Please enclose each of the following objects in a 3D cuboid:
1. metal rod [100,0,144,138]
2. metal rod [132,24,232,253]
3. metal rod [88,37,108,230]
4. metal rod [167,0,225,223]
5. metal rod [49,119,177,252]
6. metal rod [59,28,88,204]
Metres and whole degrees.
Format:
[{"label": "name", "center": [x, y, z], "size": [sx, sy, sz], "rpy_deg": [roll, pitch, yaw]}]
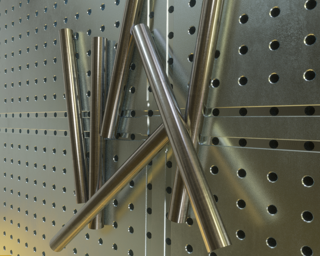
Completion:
[{"label": "metal rod", "center": [-0.047, -0.131, 0.449], "size": [0.025, 0.025, 0.298], "rpy_deg": [21, 103, 38]}, {"label": "metal rod", "center": [0.015, -0.010, 0.366], "size": [0.025, 0.025, 0.299], "rpy_deg": [-38, 57, 33]}, {"label": "metal rod", "center": [-0.099, 0.008, 0.492], "size": [0.025, 0.025, 0.298], "rpy_deg": [2, 91, 40]}, {"label": "metal rod", "center": [0.044, -0.032, 0.373], "size": [0.025, 0.025, 0.298], "rpy_deg": [15, 99, 39]}, {"label": "metal rod", "center": [-0.072, 0.089, 0.447], "size": [0.299, 0.025, 0.025], "rpy_deg": [-46, 62, 22]}, {"label": "metal rod", "center": [-0.146, -0.024, 0.531], "size": [0.025, 0.025, 0.299], "rpy_deg": [-13, 82, 39]}]
